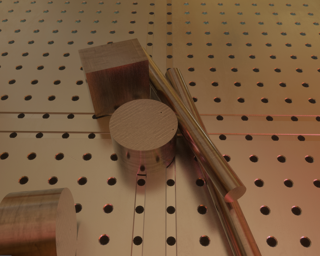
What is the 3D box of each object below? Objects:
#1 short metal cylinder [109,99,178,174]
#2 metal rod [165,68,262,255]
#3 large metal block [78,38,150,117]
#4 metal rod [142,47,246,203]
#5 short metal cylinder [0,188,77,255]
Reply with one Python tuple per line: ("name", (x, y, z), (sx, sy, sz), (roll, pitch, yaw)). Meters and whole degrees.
("short metal cylinder", (-0.019, 0.010, 0.383), (0.081, 0.050, 0.080), (0, 50, 0))
("metal rod", (0.055, 0.029, 0.383), (0.025, 0.025, 0.300), (-10, 51, -9))
("large metal block", (-0.061, -0.069, 0.429), (0.081, 0.080, 0.050), (-15, 52, -13))
("metal rod", (0.020, -0.029, 0.409), (0.025, 0.025, 0.300), (-17, 45, -14))
("short metal cylinder", (-0.112, 0.098, 0.288), (0.050, 0.080, 0.080), (-5, 50, -4))
